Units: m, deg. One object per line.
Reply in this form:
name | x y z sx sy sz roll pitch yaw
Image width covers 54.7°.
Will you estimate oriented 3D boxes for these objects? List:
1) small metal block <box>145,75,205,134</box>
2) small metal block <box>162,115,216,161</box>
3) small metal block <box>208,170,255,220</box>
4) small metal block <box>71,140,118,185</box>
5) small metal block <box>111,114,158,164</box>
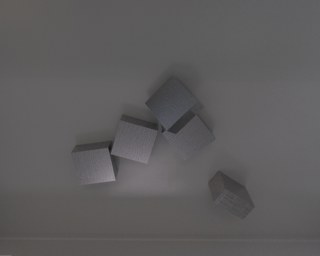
small metal block | 0.018 -0.029 0.386 0.050 0.025 0.050 -45 63 14
small metal block | 0.038 0.007 0.414 0.050 0.025 0.050 -36 106 12
small metal block | 0.098 0.093 0.433 0.050 0.050 0.025 32 107 -11
small metal block | -0.089 0.048 0.428 0.050 0.025 0.050 -8 110 3
small metal block | -0.034 0.015 0.416 0.050 0.025 0.050 16 109 -6
